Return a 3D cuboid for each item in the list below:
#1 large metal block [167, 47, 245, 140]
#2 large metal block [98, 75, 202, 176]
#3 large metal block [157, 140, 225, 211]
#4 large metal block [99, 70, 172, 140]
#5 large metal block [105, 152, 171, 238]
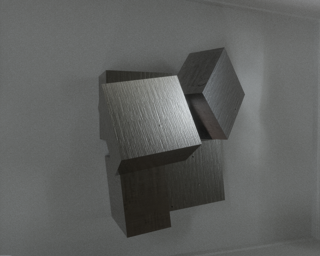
[{"bbox_3d":[0.061,-0.042,0.392,0.080,0.050,0.080,55,50,-36],"label":"large metal block"},{"bbox_3d":[-0.014,-0.003,0.322,0.081,0.050,0.080,-10,68,-20],"label":"large metal block"},{"bbox_3d":[0.034,0.057,0.407,0.081,0.050,0.079,-6,92,-20],"label":"large metal block"},{"bbox_3d":[-0.031,-0.026,0.385,0.081,0.050,0.079,-1,91,-20],"label":"large metal block"},{"bbox_3d":[-0.029,0.073,0.370,0.050,0.080,0.079,-7,93,-20],"label":"large metal block"}]
